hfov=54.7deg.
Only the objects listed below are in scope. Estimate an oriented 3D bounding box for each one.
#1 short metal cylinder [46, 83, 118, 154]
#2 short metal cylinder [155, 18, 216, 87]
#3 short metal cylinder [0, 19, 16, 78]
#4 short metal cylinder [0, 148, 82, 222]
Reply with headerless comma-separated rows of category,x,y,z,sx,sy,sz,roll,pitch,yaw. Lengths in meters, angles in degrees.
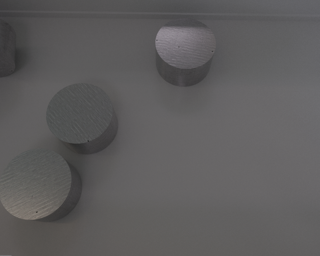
short metal cylinder,-0.098,-0.011,0.399,0.081,0.050,0.080,0,70,0
short metal cylinder,0.034,-0.105,0.435,0.081,0.050,0.080,0,70,0
short metal cylinder,-0.239,-0.109,0.418,0.081,0.080,0.050,-7,70,-3
short metal cylinder,-0.139,0.070,0.370,0.081,0.050,0.080,0,70,0
